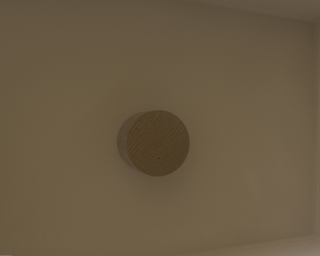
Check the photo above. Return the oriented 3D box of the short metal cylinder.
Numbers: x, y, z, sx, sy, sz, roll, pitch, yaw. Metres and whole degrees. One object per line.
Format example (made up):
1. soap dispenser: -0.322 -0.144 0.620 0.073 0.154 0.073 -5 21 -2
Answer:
1. short metal cylinder: -0.010 0.018 0.395 0.081 0.050 0.079 0 90 -21
